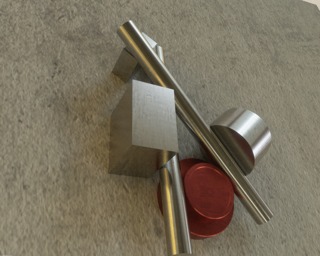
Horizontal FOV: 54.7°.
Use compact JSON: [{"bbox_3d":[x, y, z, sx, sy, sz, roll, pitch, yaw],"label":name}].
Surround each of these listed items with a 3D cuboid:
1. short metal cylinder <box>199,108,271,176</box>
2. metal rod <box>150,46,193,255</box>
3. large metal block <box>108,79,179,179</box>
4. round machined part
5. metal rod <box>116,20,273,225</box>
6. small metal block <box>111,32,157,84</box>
[{"bbox_3d":[0.100,0.020,0.414,0.080,0.080,0.050,49,51,5],"label":"short metal cylinder"},{"bbox_3d":[0.007,0.004,0.388,0.025,0.025,0.299,11,51,-23],"label":"metal rod"},{"bbox_3d":[-0.022,0.005,0.357,0.050,0.080,0.080,11,57,-23],"label":"large metal block"},{"bbox_3d":[0.050,0.081,0.374,0.099,0.042,0.098,14,56,-21],"label":"round machined part"},{"bbox_3d":[0.045,-0.006,0.390,0.025,0.025,0.299,-38,92,-39],"label":"metal rod"},{"bbox_3d":[-0.036,-0.097,0.430,0.025,0.050,0.050,39,51,-3],"label":"small metal block"}]
